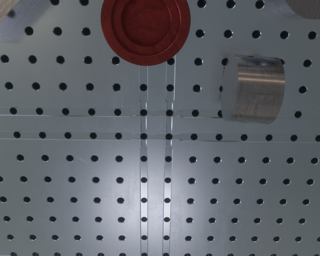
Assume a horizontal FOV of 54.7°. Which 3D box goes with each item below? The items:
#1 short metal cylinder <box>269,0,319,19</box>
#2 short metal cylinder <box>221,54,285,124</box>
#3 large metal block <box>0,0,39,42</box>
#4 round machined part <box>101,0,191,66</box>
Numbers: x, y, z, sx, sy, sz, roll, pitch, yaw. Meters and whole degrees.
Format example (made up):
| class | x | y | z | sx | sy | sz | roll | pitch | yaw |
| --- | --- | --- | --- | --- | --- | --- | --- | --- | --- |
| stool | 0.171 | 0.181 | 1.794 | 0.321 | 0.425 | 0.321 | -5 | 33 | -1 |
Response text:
| class | x | y | z | sx | sy | sz | roll | pitch | yaw |
| --- | --- | --- | --- | --- | --- | --- | --- | --- | --- |
| short metal cylinder | 0.166 | -0.162 | 0.342 | 0.081 | 0.050 | 0.079 | 0 | 110 | 0 |
| short metal cylinder | 0.107 | -0.046 | 0.368 | 0.050 | 0.080 | 0.079 | 4 | 110 | -2 |
| large metal block | -0.195 | -0.151 | 0.343 | 0.080 | 0.050 | 0.080 | -41 | 105 | 13 |
| round machined part | -0.016 | -0.124 | 0.358 | 0.099 | 0.042 | 0.097 | 0 | 110 | 0 |
